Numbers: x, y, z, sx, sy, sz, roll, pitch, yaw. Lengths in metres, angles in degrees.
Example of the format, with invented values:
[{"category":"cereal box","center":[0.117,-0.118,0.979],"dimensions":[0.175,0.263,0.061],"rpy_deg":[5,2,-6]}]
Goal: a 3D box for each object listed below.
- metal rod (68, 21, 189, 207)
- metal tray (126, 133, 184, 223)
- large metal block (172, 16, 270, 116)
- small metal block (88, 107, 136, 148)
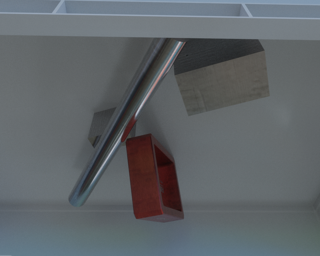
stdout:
[{"category":"metal rod","center":[-0.053,0.013,0.346],"dimensions":[0.025,0.025,0.298],"rpy_deg":[20,134,-17]},{"category":"metal tray","center":[-0.003,0.069,0.390],"dimensions":[0.030,0.090,0.130],"rpy_deg":[-13,159,10]},{"category":"large metal block","center":[0.059,-0.065,0.319],"dimensions":[0.080,0.080,0.050],"rpy_deg":[-14,129,11]},{"category":"small metal block","center":[-0.059,-0.001,0.391],"dimensions":[0.050,0.050,0.025],"rpy_deg":[-14,129,11]}]
